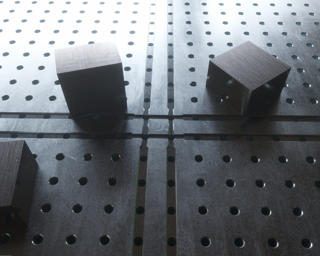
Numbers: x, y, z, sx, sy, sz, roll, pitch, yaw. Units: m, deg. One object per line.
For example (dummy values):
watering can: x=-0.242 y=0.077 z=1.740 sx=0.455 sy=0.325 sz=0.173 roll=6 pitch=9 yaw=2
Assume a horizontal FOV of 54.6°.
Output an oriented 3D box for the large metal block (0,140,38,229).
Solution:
large metal block: x=-0.187 y=0.063 z=0.338 sx=0.080 sy=0.050 sz=0.080 roll=-5 pitch=50 yaw=-4

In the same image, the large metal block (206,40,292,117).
large metal block: x=0.127 y=-0.075 z=0.455 sx=0.080 sy=0.050 sz=0.080 roll=-30 pitch=56 yaw=-23

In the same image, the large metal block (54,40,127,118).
large metal block: x=-0.093 y=-0.067 z=0.428 sx=0.081 sy=0.080 sz=0.050 roll=-12 pitch=51 yaw=-10
